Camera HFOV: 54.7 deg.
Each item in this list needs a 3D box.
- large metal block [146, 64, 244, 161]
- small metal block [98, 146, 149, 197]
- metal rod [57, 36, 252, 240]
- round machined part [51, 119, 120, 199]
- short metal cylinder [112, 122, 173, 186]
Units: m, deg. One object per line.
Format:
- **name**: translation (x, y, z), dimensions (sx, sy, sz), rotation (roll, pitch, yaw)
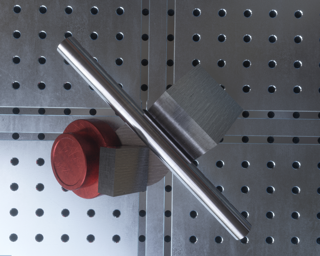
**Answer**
- **large metal block**: translation (0.043, -0.020, 0.376), dimensions (0.080, 0.050, 0.080), rotation (46, 47, 0)
- **small metal block**: translation (-0.040, 0.046, 0.345), dimensions (0.025, 0.050, 0.050), rotation (3, 91, 40)
- **metal rod**: translation (-0.006, 0.012, 0.359), dimensions (0.025, 0.025, 0.300), rotation (-43, 90, 0)
- **round machined part**: translation (-0.095, 0.038, 0.375), dimensions (0.098, 0.042, 0.097), rotation (3, 95, 38)
- **short metal cylinder**: translation (-0.024, 0.031, 0.397), dimensions (0.081, 0.050, 0.079), rotation (0, 90, 0)
